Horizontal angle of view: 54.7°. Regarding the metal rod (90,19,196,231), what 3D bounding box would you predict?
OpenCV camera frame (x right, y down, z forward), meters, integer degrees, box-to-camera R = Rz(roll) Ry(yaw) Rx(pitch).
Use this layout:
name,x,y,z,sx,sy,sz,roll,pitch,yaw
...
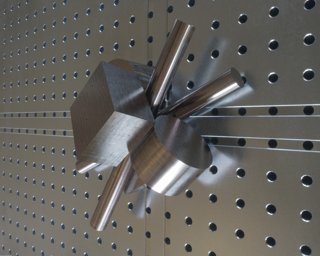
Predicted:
name,x,y,z,sx,sy,sz,roll,pitch,yaw
metal rod,-0.030,0.010,0.397,0.025,0.025,0.298,37,112,33

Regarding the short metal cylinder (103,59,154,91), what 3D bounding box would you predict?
name,x,y,z,sx,sy,sz,roll,pitch,yaw
short metal cylinder,-0.041,-0.050,0.422,0.080,0.050,0.079,0,90,40

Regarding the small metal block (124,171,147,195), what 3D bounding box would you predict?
name,x,y,z,sx,sy,sz,roll,pitch,yaw
small metal block,-0.032,0.059,0.431,0.050,0.025,0.050,-34,69,34

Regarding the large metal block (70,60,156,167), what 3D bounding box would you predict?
name,x,y,z,sx,sy,sz,roll,pitch,yaw
large metal block,-0.058,-0.015,0.354,0.080,0.050,0.080,-48,45,30

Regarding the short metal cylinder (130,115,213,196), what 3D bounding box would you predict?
name,x,y,z,sx,sy,sz,roll,pitch,yaw
short metal cylinder,0.013,0.031,0.358,0.050,0.081,0.080,-51,60,29

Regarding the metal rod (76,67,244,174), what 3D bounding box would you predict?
name,x,y,z,sx,sy,sz,roll,pitch,yaw
metal rod,-0.022,0.004,0.423,0.299,0.025,0.025,-29,72,36
